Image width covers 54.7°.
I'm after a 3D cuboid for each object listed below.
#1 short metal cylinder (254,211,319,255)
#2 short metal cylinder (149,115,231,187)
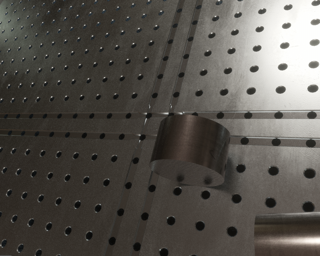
[{"bbox_3d":[0.109,0.109,0.248,0.050,0.080,0.080,-9,58,23],"label":"short metal cylinder"},{"bbox_3d":[0.033,0.027,0.338,0.080,0.080,0.050,0,62,28],"label":"short metal cylinder"}]
